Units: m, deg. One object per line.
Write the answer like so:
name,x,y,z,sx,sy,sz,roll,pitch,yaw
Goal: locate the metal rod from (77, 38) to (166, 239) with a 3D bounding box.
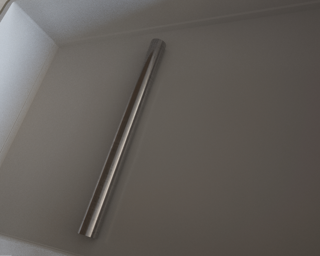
metal rod,-0.045,-0.001,0.430,0.025,0.025,0.300,4,63,30
